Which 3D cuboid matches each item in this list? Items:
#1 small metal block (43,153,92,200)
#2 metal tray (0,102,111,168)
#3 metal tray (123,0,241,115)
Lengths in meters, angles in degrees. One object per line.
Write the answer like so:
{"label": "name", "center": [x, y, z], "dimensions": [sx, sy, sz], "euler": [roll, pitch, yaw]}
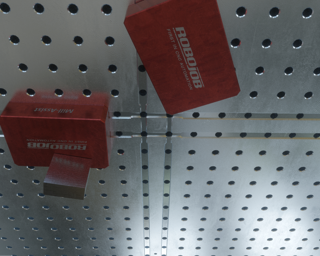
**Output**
{"label": "small metal block", "center": [-0.120, 0.064, 0.408], "dimensions": [0.050, 0.050, 0.025], "euler": [10, 130, -9]}
{"label": "metal tray", "center": [-0.135, 0.012, 0.417], "dimensions": [0.131, 0.030, 0.089], "euler": [2, 130, -2]}
{"label": "metal tray", "center": [0.028, -0.081, 0.339], "dimensions": [0.090, 0.030, 0.130], "euler": [-17, 129, 13]}
